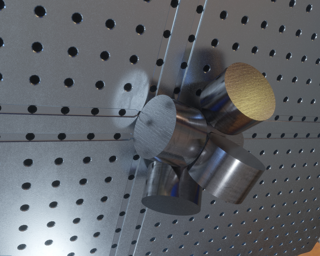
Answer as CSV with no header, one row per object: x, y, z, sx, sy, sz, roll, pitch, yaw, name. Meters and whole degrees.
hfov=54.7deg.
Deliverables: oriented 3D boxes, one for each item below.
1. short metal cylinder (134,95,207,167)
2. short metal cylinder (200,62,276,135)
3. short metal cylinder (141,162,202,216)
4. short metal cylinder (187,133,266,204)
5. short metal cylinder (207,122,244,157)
0.011,0.005,0.384,0.050,0.080,0.080,20,107,-36,short metal cylinder
0.100,-0.036,0.398,0.081,0.080,0.050,2,157,-29,short metal cylinder
0.018,0.084,0.430,0.080,0.050,0.080,8,149,5,short metal cylinder
0.081,0.048,0.384,0.081,0.080,0.050,19,108,-36,short metal cylinder
0.072,0.020,0.445,0.081,0.050,0.079,-13,123,-21,short metal cylinder
